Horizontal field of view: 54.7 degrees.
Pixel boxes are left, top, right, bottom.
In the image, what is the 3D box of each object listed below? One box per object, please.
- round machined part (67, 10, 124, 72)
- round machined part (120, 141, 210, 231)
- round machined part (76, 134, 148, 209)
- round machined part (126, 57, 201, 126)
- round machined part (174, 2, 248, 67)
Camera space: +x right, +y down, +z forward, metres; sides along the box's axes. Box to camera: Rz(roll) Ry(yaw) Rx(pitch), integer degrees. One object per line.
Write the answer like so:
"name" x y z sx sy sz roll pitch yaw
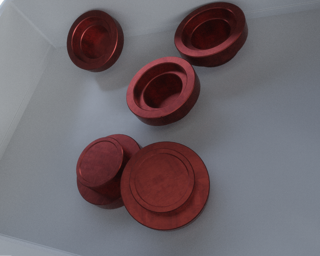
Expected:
"round machined part" -0.103 -0.141 0.517 0.098 0.042 0.097 -1 87 23
"round machined part" 0.004 0.060 0.336 0.099 0.042 0.098 -3 67 7
"round machined part" -0.067 0.050 0.397 0.098 0.042 0.098 -13 56 20
"round machined part" 0.008 -0.045 0.417 0.098 0.042 0.098 -13 56 20
"round machined part" 0.073 -0.124 0.432 0.098 0.042 0.098 -13 56 20
